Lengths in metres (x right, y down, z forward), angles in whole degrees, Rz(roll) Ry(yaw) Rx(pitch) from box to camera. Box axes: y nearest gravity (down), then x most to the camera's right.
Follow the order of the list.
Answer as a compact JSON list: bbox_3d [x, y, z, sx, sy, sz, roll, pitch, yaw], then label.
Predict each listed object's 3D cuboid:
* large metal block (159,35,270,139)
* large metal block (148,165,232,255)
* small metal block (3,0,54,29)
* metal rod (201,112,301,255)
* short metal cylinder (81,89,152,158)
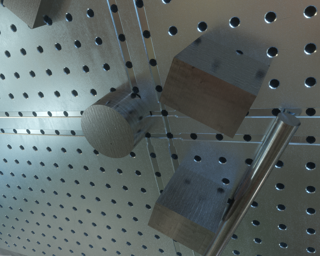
[{"bbox_3d":[0.057,-0.046,0.316,0.080,0.080,0.050,28,128,10],"label":"large metal block"},{"bbox_3d":[0.041,0.108,0.420,0.080,0.080,0.050,26,127,12],"label":"large metal block"},{"bbox_3d":[-0.167,-0.165,0.395,0.050,0.025,0.050,40,129,0],"label":"small metal block"},{"bbox_3d":[0.107,0.106,0.419,0.025,0.025,0.298,25,127,13],"label":"metal rod"},{"bbox_3d":[-0.059,-0.006,0.421,0.080,0.050,0.079,13,124,20],"label":"short metal cylinder"}]
